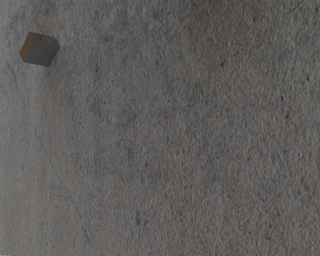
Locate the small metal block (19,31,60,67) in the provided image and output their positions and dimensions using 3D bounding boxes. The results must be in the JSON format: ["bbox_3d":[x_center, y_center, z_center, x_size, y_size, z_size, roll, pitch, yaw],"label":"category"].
[{"bbox_3d":[-0.220,-0.143,0.567,0.050,0.050,0.025,-49,61,29],"label":"small metal block"}]
